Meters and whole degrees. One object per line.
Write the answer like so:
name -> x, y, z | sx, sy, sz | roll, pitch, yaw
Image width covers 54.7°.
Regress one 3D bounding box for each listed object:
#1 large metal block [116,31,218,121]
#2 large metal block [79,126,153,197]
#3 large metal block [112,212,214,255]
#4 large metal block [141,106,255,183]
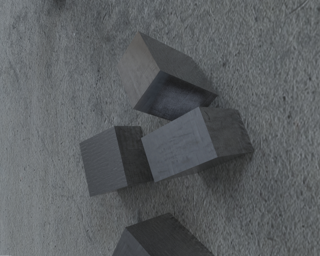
large metal block -> 0.006, -0.054, 0.350 | 0.050, 0.081, 0.080 | -52, 41, 27
large metal block -> -0.063, 0.047, 0.441 | 0.080, 0.050, 0.080 | -23, 75, 37
large metal block -> 0.004, 0.154, 0.366 | 0.080, 0.081, 0.050 | 37, 113, 34
large metal block -> 0.041, 0.018, 0.335 | 0.080, 0.081, 0.050 | -29, 72, 36
